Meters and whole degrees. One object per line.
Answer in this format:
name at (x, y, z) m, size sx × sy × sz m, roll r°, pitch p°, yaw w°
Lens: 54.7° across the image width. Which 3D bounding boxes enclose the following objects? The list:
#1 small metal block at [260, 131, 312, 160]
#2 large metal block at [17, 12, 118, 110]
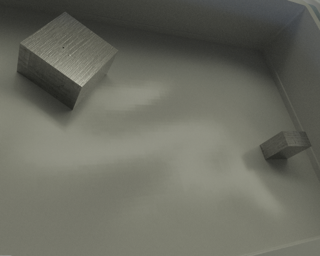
small metal block at (0.194, 0.027, 0.480) m, size 0.050 × 0.050 × 0.025 m, roll 2°, pitch 61°, yaw -28°
large metal block at (-0.112, -0.083, 0.381) m, size 0.080 × 0.050 × 0.080 m, roll 36°, pitch 51°, yaw -5°
